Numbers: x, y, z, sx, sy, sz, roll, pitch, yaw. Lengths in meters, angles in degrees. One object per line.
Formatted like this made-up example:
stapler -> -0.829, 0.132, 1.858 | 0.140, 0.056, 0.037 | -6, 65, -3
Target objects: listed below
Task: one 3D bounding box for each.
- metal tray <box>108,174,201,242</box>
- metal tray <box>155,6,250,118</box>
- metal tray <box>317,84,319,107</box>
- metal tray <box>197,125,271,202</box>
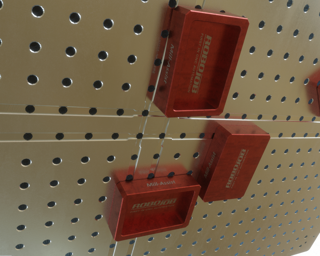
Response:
metal tray -> -0.008, 0.122, 0.480 | 0.131, 0.030, 0.089 | -1, 119, -28
metal tray -> 0.051, -0.078, 0.388 | 0.091, 0.030, 0.129 | -3, 120, -27
metal tray -> 0.348, -0.074, 0.555 | 0.130, 0.030, 0.090 | -36, 130, -5
metal tray -> 0.118, 0.060, 0.512 | 0.091, 0.030, 0.129 | 1, 118, -30
